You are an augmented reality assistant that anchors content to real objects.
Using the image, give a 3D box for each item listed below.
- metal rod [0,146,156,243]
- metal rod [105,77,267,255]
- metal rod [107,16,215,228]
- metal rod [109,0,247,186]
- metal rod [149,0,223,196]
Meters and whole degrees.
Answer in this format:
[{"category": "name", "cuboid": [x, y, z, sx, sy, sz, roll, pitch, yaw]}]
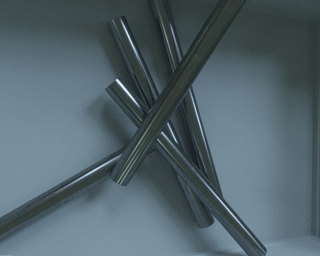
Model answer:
[{"category": "metal rod", "cuboid": [-0.137, 0.091, 0.360, 0.302, 0.025, 0.025, -30, 100, -18]}, {"category": "metal rod", "cuboid": [0.039, 0.059, 0.397, 0.025, 0.025, 0.300, -43, 100, -15]}, {"category": "metal rod", "cuboid": [0.005, -0.001, 0.413, 0.025, 0.025, 0.299, -27, 99, -18]}, {"category": "metal rod", "cuboid": [0.030, -0.062, 0.346, 0.025, 0.025, 0.299, 30, 100, -18]}, {"category": "metal rod", "cuboid": [0.038, -0.033, 0.425, 0.025, 0.025, 0.298, -19, 97, -19]}]
